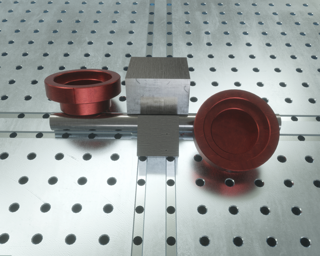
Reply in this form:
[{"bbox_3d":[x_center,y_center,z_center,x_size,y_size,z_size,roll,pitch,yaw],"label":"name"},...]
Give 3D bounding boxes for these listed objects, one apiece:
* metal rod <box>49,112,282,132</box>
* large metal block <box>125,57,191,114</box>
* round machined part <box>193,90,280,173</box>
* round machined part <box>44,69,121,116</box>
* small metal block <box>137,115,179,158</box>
[{"bbox_3d":[0.007,-0.008,0.415,0.302,0.025,0.025,0,50,0],"label":"metal rod"},{"bbox_3d":[-0.002,-0.061,0.427,0.081,0.050,0.080,1,32,0],"label":"large metal block"},{"bbox_3d":[0.089,0.006,0.376,0.099,0.042,0.098,0,75,0],"label":"round machined part"},{"bbox_3d":[-0.102,-0.048,0.420,0.099,0.042,0.098,0,24,0],"label":"round machined part"},{"bbox_3d":[-0.002,0.012,0.385,0.050,0.025,0.050,1,79,0],"label":"small metal block"}]
